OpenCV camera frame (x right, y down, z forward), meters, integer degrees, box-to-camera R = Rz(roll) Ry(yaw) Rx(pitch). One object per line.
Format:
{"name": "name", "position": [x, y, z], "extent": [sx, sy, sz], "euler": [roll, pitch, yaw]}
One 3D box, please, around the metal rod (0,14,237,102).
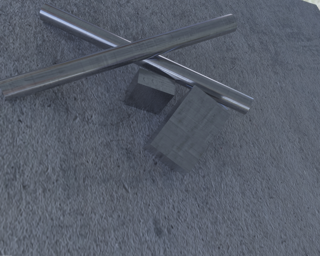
{"name": "metal rod", "position": [-0.036, -0.092, 0.382], "extent": [0.302, 0.025, 0.025], "euler": [-21, 73, -17]}

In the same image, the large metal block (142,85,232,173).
{"name": "large metal block", "position": [0.028, 0.005, 0.364], "extent": [0.050, 0.080, 0.080], "euler": [38, 79, -3]}

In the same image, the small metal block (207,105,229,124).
{"name": "small metal block", "position": [0.069, -0.020, 0.439], "extent": [0.025, 0.050, 0.050], "euler": [50, 51, 6]}

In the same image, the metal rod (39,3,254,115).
{"name": "metal rod", "position": [-0.019, -0.093, 0.414], "extent": [0.301, 0.025, 0.025], "euler": [25, 52, 1]}

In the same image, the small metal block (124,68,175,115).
{"name": "small metal block", "position": [-0.014, -0.047, 0.410], "extent": [0.050, 0.050, 0.025], "euler": [17, 55, -19]}
